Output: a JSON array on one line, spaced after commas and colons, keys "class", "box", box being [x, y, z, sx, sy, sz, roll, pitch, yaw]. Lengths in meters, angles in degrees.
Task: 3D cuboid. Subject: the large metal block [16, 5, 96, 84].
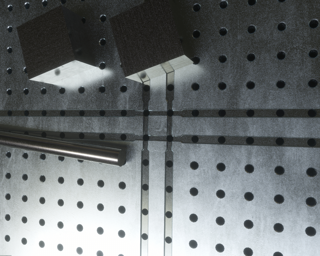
[{"class": "large metal block", "box": [-0.151, -0.118, 0.453, 0.080, 0.050, 0.080, -17, 84, 19]}]

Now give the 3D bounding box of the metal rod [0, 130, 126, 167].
[{"class": "metal rod", "box": [-0.194, 0.024, 0.481, 0.301, 0.025, 0.025, 7, 93, 19]}]

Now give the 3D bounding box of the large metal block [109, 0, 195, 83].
[{"class": "large metal block", "box": [-0.010, -0.113, 0.403, 0.080, 0.050, 0.080, -17, 84, 19]}]
